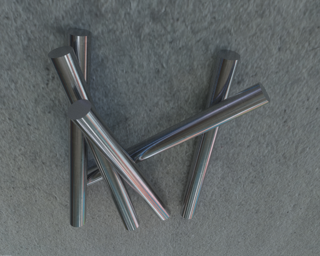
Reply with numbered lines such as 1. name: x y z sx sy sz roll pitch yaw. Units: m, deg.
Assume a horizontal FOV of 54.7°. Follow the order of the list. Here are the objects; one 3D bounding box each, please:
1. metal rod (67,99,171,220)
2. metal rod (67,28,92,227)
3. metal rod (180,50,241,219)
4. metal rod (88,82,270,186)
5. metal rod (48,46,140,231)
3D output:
1. metal rod: -0.036 0.064 0.416 0.025 0.025 0.299 -13 143 11
2. metal rod: -0.106 0.023 0.403 0.025 0.025 0.298 6 123 -6
3. metal rod: 0.061 0.033 0.436 0.025 0.025 0.298 4 130 -4
4. metal rod: -0.005 0.021 0.404 0.300 0.025 0.025 -27 126 28
5. metal rod: -0.071 0.039 0.395 0.025 0.025 0.298 -8 129 6
